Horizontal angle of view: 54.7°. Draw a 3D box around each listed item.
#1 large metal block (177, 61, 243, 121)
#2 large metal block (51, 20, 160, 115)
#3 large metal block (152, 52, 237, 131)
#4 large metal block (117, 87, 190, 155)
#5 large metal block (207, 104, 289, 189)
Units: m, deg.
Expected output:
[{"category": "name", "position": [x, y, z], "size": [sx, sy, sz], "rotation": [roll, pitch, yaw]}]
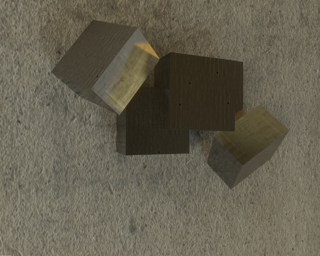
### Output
[{"category": "large metal block", "position": [0.065, -0.049, 0.423], "size": [0.081, 0.050, 0.079], "rotation": [0, 90, -21]}, {"category": "large metal block", "position": [-0.062, -0.071, 0.351], "size": [0.080, 0.080, 0.050], "rotation": [-56, 140, -12]}, {"category": "large metal block", "position": [0.039, -0.037, 0.357], "size": [0.081, 0.050, 0.079], "rotation": [2, 89, -20]}, {"category": "large metal block", "position": [-0.010, -0.008, 0.392], "size": [0.081, 0.050, 0.079], "rotation": [0, 90, -21]}, {"category": "large metal block", "position": [0.115, 0.027, 0.418], "size": [0.080, 0.080, 0.050], "rotation": [-33, 63, -17]}]
